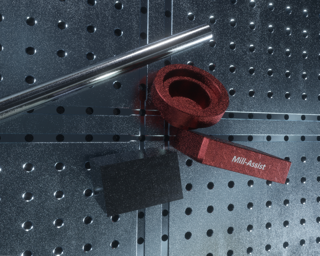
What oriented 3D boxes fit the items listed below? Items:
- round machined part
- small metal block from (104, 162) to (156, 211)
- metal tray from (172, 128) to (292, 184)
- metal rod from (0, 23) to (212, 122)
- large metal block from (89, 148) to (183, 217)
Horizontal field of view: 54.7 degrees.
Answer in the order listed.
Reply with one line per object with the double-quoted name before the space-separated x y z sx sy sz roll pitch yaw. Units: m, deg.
"round machined part" 0.035 -0.036 0.400 0.099 0.042 0.098 11 46 -11
"small metal block" -0.042 0.069 0.398 0.050 0.025 0.050 38 78 -17
"metal tray" 0.093 0.035 0.411 0.131 0.090 0.030 16 93 -20
"metal rod" -0.063 -0.075 0.389 0.302 0.025 0.025 -25 99 -19
"large metal block" -0.030 0.055 0.347 0.081 0.080 0.050 -9 93 -20
